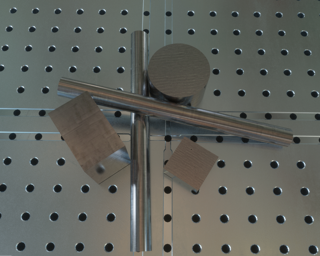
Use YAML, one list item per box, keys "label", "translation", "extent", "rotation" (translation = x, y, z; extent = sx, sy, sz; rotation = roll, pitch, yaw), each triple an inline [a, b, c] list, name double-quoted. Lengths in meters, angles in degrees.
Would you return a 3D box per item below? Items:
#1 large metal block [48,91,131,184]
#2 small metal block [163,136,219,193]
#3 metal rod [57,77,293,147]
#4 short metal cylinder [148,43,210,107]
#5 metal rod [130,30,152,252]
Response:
- label: "large metal block"
  translation: [-0.081, 0.015, 0.375]
  extent: [0.050, 0.080, 0.080]
  rotation: [-33, 74, -11]
- label: "small metal block"
  translation: [0.039, 0.047, 0.396]
  extent: [0.050, 0.025, 0.050]
  rotation: [32, 73, 10]
- label: "metal rod"
  translation: [0.023, -0.019, 0.399]
  extent: [0.302, 0.025, 0.025]
  rotation: [12, 70, -4]
- label: "short metal cylinder"
  translation: [0.025, -0.067, 0.423]
  extent: [0.081, 0.050, 0.080]
  rotation: [0, 70, 0]
- label: "metal rod"
  translation: [-0.026, 0.003, 0.410]
  extent: [0.025, 0.025, 0.299]
  rotation: [-1, 70, -1]
